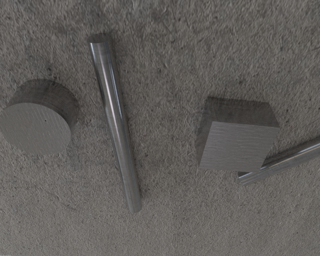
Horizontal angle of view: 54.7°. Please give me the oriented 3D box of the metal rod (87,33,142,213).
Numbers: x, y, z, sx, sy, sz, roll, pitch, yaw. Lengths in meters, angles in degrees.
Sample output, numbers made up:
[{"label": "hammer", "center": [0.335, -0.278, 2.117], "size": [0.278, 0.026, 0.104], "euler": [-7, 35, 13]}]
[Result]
[{"label": "metal rod", "center": [-0.053, 0.019, 0.422], "size": [0.025, 0.025, 0.298], "euler": [-3, 130, 3]}]

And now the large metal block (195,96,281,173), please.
[{"label": "large metal block", "center": [0.095, 0.010, 0.400], "size": [0.081, 0.050, 0.079], "euler": [5, 130, -5]}]

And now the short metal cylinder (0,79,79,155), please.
[{"label": "short metal cylinder", "center": [-0.144, -0.013, 0.378], "size": [0.081, 0.050, 0.079], "euler": [0, 130, 0]}]

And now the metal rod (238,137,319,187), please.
[{"label": "metal rod", "center": [0.248, 0.012, 0.419], "size": [0.300, 0.025, 0.025], "euler": [-28, 125, 21]}]
